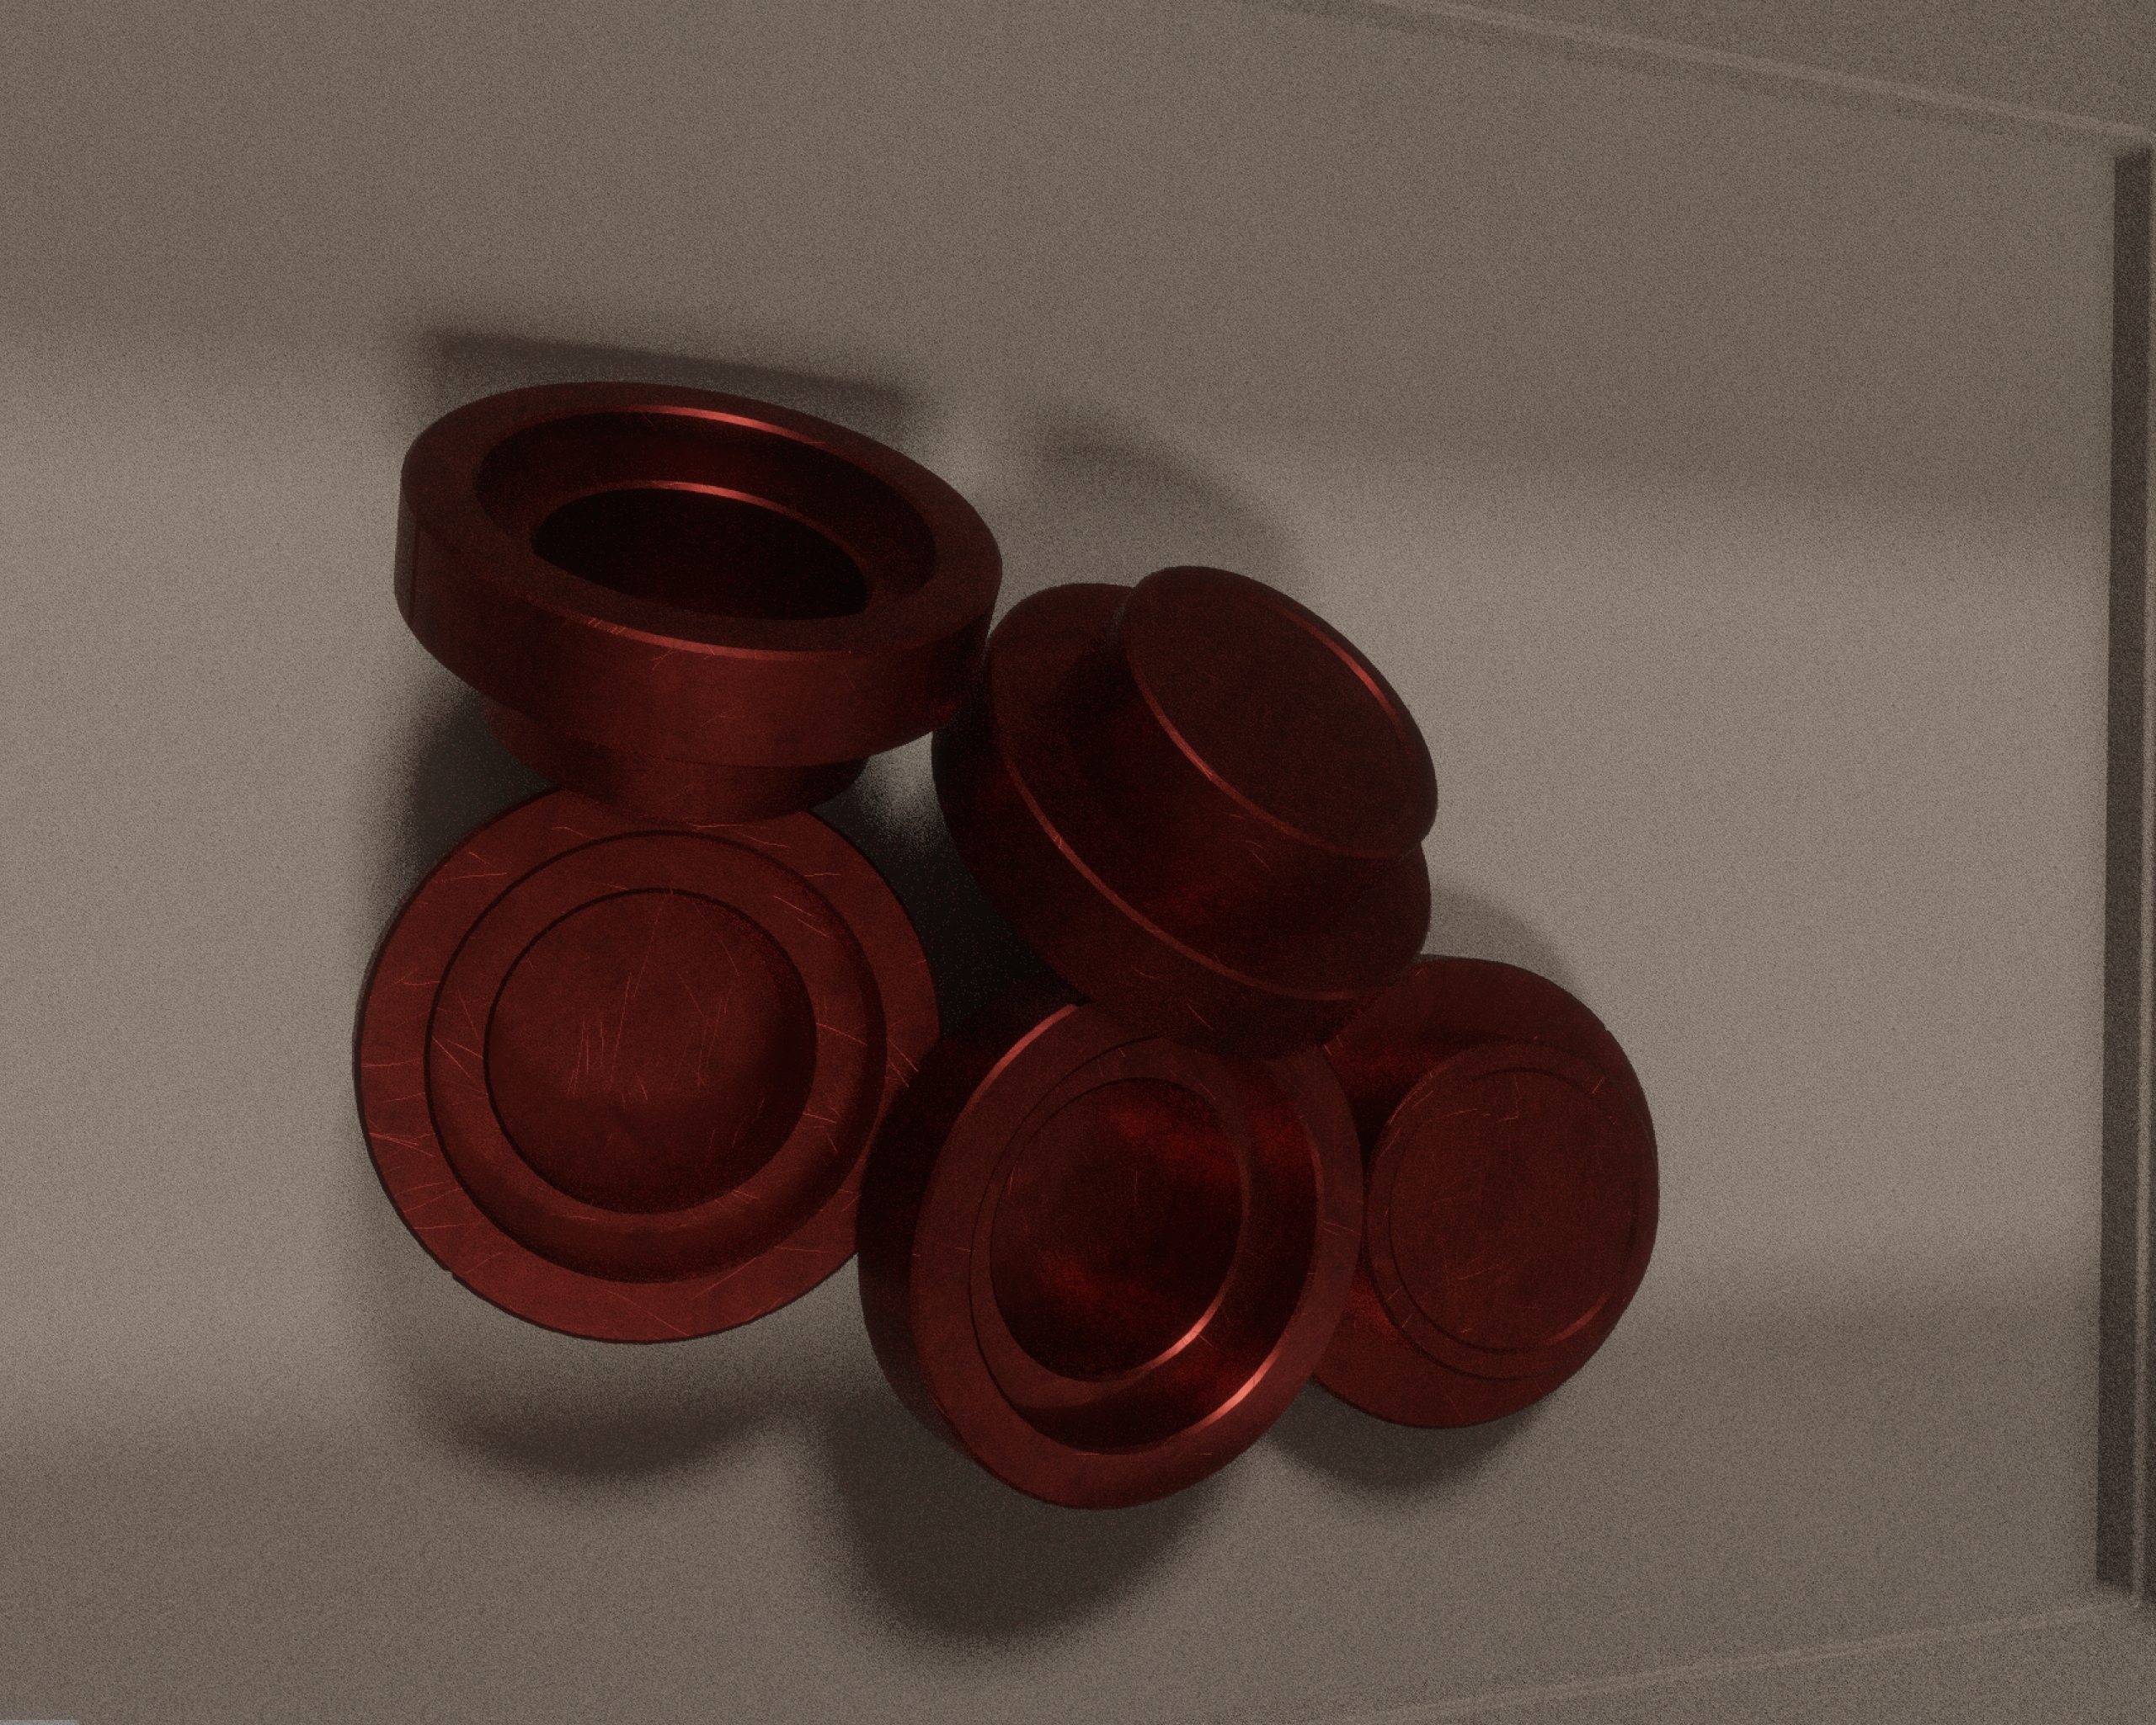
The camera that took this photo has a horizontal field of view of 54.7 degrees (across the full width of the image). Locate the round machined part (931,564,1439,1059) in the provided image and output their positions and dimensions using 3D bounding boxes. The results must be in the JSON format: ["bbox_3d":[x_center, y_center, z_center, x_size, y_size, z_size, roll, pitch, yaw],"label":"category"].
[{"bbox_3d":[0.026,-0.016,0.381,0.099,0.042,0.098,24,40,-22],"label":"round machined part"}]

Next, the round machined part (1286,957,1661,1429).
[{"bbox_3d":[0.079,0.068,0.430,0.099,0.042,0.097,0,90,-21],"label":"round machined part"}]

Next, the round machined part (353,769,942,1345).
[{"bbox_3d":[-0.077,0.033,0.371,0.099,0.042,0.097,0,90,-21],"label":"round machined part"}]

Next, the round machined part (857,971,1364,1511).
[{"bbox_3d":[0.002,0.066,0.389,0.099,0.042,0.097,-5,99,-33],"label":"round machined part"}]

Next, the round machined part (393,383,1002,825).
[{"bbox_3d":[-0.066,-0.042,0.357,0.099,0.098,0.042,3,125,-20],"label":"round machined part"}]
